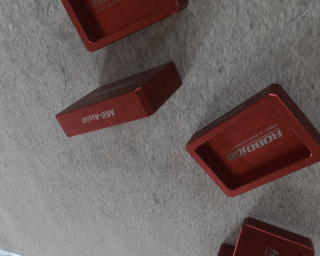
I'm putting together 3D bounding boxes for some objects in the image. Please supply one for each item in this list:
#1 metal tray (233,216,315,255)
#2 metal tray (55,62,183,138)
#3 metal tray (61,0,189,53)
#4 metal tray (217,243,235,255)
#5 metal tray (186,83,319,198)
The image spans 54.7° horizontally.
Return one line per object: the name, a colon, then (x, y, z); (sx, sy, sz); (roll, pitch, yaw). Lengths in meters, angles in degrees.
metal tray: (0.141, 0.197, 0.417); (0.090, 0.030, 0.129); (16, 101, 19)
metal tray: (-0.048, -0.034, 0.367); (0.130, 0.090, 0.030); (-13, 112, 33)
metal tray: (-0.046, -0.147, 0.335); (0.130, 0.030, 0.090); (-14, 112, 33)
metal tray: (0.131, 0.248, 0.486); (0.090, 0.030, 0.129); (13, 124, 20)
metal tray: (0.105, 0.020, 0.359); (0.090, 0.030, 0.129); (49, 128, -7)
